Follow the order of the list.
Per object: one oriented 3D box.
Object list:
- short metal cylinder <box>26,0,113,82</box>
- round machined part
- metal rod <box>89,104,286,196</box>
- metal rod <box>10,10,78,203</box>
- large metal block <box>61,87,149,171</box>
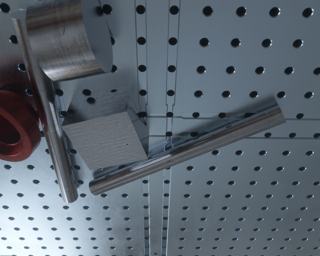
[{"bbox_3d":[-0.083,-0.088,0.300,0.050,0.080,0.080,-10,130,8],"label":"short metal cylinder"},{"bbox_3d":[-0.191,-0.008,0.381,0.098,0.042,0.097,10,131,12],"label":"round machined part"},{"bbox_3d":[0.026,0.038,0.443,0.300,0.025,0.025,-24,126,18],"label":"metal rod"},{"bbox_3d":[-0.142,-0.001,0.409,0.025,0.025,0.298,1,130,-1],"label":"metal rod"},{"bbox_3d":[-0.065,0.003,0.397,0.080,0.050,0.080,-12,129,10],"label":"large metal block"}]
